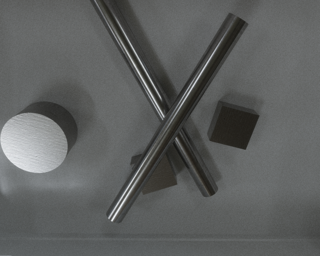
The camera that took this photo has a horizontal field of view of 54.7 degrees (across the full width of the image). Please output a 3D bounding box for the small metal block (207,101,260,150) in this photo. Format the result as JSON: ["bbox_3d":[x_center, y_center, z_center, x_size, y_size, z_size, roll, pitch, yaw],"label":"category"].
[{"bbox_3d":[0.096,-0.004,0.411,0.050,0.025,0.050,14,109,-6],"label":"small metal block"}]

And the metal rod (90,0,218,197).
[{"bbox_3d":[0.001,-0.032,0.399,0.025,0.025,0.299,-27,108,9],"label":"metal rod"}]

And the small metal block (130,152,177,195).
[{"bbox_3d":[-0.008,0.060,0.433,0.050,0.025,0.050,-18,109,6],"label":"small metal block"}]

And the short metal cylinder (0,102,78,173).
[{"bbox_3d":[-0.153,0.011,0.400,0.081,0.050,0.079,0,110,-1],"label":"short metal cylinder"}]

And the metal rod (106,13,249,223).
[{"bbox_3d":[0.012,0.001,0.384,0.025,0.025,0.298,28,108,-10],"label":"metal rod"}]
